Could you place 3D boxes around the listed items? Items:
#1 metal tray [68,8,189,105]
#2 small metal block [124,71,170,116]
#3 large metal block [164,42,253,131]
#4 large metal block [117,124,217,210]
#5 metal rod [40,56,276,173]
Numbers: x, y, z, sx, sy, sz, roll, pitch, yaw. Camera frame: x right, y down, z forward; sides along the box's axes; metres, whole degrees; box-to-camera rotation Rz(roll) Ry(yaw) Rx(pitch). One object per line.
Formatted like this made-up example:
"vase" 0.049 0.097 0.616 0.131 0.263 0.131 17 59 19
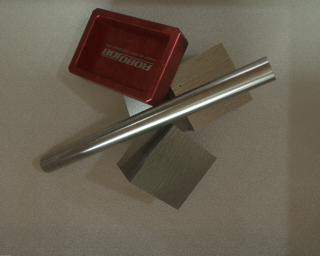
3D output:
"metal tray" -0.042 -0.088 0.381 0.130 0.030 0.090 23 90 25
"small metal block" -0.016 -0.039 0.398 0.050 0.025 0.050 -23 77 23
"large metal block" 0.058 -0.050 0.400 0.080 0.050 0.080 -29 90 -1
"large metal block" 0.008 0.041 0.382 0.080 0.050 0.080 37 90 -31
"metal rod" -0.021 -0.005 0.354 0.300 0.025 0.025 -22 91 22
